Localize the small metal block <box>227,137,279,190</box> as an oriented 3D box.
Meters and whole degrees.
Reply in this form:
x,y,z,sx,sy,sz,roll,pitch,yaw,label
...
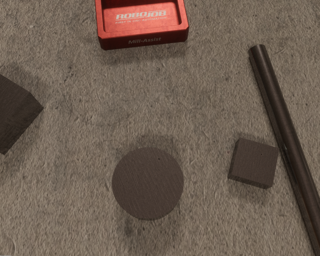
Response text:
x,y,z,sx,sy,sz,roll,pitch,yaw,label
0.118,0.045,0.393,0.050,0.025,0.050,16,71,5,small metal block

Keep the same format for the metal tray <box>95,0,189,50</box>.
x,y,z,sx,sy,sz,roll,pitch,yaw,label
-0.028,-0.169,0.466,0.131,0.030,0.090,-7,70,-3,metal tray

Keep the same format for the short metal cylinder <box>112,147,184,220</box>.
x,y,z,sx,sy,sz,roll,pitch,yaw,label
-0.014,0.068,0.370,0.081,0.050,0.080,0,70,0,short metal cylinder

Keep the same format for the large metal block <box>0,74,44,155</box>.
x,y,z,sx,sy,sz,roll,pitch,yaw,label
-0.216,-0.024,0.401,0.080,0.050,0.080,31,73,10,large metal block

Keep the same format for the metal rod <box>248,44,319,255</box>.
x,y,z,sx,sy,sz,roll,pitch,yaw,label
0.169,0.023,0.401,0.025,0.025,0.299,-10,70,-4,metal rod
